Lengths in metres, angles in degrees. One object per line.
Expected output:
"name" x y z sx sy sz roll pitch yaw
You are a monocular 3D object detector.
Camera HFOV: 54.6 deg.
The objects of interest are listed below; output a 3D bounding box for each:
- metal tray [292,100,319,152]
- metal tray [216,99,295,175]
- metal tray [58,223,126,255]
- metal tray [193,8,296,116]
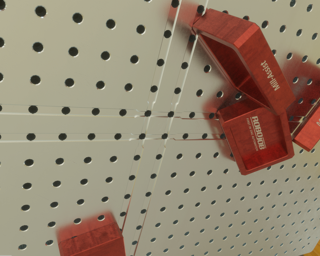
"metal tray" 0.267 -0.025 0.506 0.129 0.030 0.090 -57 164 12
"metal tray" 0.150 0.011 0.478 0.090 0.030 0.130 -23 130 9
"metal tray" -0.099 0.217 0.487 0.091 0.030 0.129 -15 125 -20
"metal tray" 0.103 -0.078 0.375 0.030 0.090 0.130 -45 129 3
